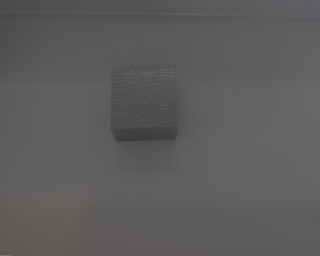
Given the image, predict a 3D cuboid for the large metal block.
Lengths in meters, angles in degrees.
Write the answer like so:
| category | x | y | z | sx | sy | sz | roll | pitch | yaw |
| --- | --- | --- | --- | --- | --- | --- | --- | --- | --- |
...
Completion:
| category | x | y | z | sx | sy | sz | roll | pitch | yaw |
| --- | --- | --- | --- | --- | --- | --- | --- | --- | --- |
| large metal block | -0.020 | -0.029 | 0.407 | 0.080 | 0.050 | 0.080 | -2 | 70 | -1 |
